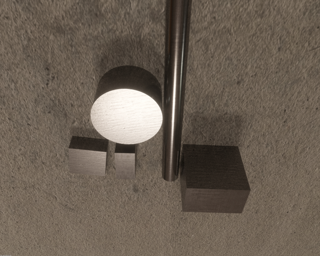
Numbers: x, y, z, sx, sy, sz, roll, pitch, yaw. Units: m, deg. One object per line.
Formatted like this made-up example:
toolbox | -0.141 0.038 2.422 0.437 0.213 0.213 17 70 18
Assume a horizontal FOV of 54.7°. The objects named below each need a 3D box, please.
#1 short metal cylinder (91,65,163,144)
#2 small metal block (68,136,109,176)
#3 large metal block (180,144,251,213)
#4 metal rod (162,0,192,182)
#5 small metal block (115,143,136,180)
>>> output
short metal cylinder | -0.038 -0.027 0.368 0.081 0.050 0.079 0 130 0
small metal block | -0.101 0.040 0.440 0.050 0.025 0.050 6 130 -6
large metal block | 0.072 0.069 0.431 0.081 0.080 0.050 2 130 -3
metal rod | 0.017 -0.042 0.371 0.025 0.025 0.298 0 130 -1
small metal block | -0.045 0.034 0.419 0.025 0.050 0.050 2 130 -2
